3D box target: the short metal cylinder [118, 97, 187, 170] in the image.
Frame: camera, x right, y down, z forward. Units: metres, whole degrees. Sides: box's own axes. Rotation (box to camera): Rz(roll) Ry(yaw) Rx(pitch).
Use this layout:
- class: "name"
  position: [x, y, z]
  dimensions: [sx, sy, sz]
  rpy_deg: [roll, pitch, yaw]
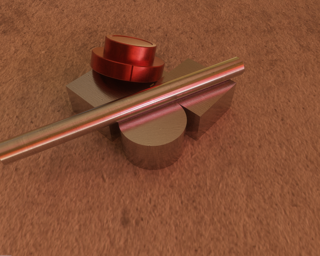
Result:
- class: "short metal cylinder"
  position: [-0.009, 0.005, 0.383]
  dimensions: [0.081, 0.050, 0.080]
  rpy_deg: [0, 50, 0]

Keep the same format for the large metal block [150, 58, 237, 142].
- class: "large metal block"
  position: [0.044, -0.041, 0.424]
  dimensions: [0.080, 0.050, 0.080]
  rpy_deg: [34, 58, 25]

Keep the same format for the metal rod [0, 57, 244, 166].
- class: "metal rod"
  position: [-0.030, -0.028, 0.362]
  dimensions: [0.302, 0.025, 0.025]
  rpy_deg: [-22, 54, -18]

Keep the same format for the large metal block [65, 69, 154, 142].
- class: "large metal block"
  position: [-0.065, -0.041, 0.420]
  dimensions: [0.080, 0.050, 0.080]
  rpy_deg: [35, 58, 25]

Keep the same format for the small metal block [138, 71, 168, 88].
- class: "small metal block"
  position: [-0.011, -0.063, 0.457]
  dimensions: [0.050, 0.025, 0.050]
  rpy_deg: [35, 58, 25]

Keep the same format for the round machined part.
- class: "round machined part"
  position: [-0.042, -0.097, 0.417]
  dimensions: [0.099, 0.042, 0.098]
  rpy_deg: [10, 24, -4]
